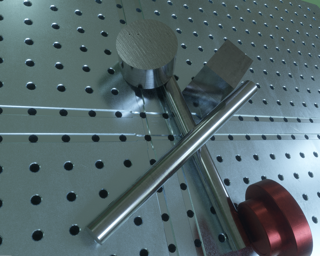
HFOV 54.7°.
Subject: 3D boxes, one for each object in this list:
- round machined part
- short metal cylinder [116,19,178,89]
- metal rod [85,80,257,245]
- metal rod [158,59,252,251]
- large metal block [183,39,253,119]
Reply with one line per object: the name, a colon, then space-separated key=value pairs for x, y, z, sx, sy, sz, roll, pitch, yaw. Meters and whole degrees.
round machined part: x=0.127 y=0.114 z=0.366 sx=0.042 sy=0.098 sz=0.098 roll=-18 pitch=70 yaw=-12
short metal cylinder: x=-0.018 y=-0.101 z=0.426 sx=0.081 sy=0.050 sz=0.080 roll=1 pitch=68 yaw=-2
metal rod: x=0.034 y=0.024 z=0.384 sx=0.025 sy=0.025 sz=0.302 roll=47 pitch=60 yaw=5
metal rod: x=0.045 y=0.014 z=0.423 sx=0.025 sy=0.025 sz=0.299 roll=-10 pitch=67 yaw=-32
large metal block: x=0.082 y=-0.072 z=0.461 sx=0.050 sy=0.080 sz=0.080 roll=40 pitch=51 yaw=-1
